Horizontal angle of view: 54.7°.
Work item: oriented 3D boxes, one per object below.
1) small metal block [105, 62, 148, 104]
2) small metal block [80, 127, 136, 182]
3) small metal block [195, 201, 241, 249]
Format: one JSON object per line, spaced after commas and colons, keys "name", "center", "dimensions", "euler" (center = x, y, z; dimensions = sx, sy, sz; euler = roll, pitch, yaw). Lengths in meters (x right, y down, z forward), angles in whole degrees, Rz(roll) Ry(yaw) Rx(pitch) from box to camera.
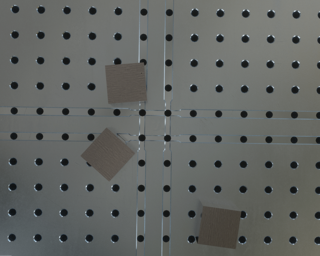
{"name": "small metal block", "center": [-0.044, -0.058, 0.413], "dimensions": [0.050, 0.025, 0.050], "euler": [-5, 90, -1]}
{"name": "small metal block", "center": [-0.067, 0.034, 0.413], "dimensions": [0.050, 0.025, 0.050], "euler": [42, 90, -1]}
{"name": "small metal block", "center": [0.077, 0.129, 0.415], "dimensions": [0.050, 0.025, 0.050], "euler": [8, 90, -1]}
